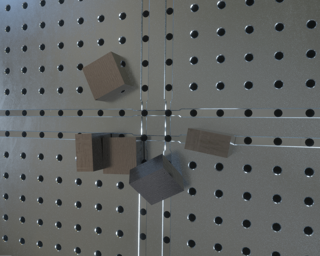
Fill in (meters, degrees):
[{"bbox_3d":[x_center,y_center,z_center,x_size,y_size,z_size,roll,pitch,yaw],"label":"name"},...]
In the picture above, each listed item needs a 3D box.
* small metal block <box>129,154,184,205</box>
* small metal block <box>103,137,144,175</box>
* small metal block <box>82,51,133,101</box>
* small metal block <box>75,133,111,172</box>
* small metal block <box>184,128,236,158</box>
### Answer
[{"bbox_3d":[-0.004,0.067,0.399,0.050,0.025,0.050,-28,123,17],"label":"small metal block"},{"bbox_3d":[-0.051,0.038,0.429,0.050,0.025,0.050,-1,89,19],"label":"small metal block"},{"bbox_3d":[-0.074,-0.072,0.438,0.050,0.025,0.050,-26,82,18],"label":"small metal block"},{"bbox_3d":[-0.091,0.032,0.430,0.025,0.050,0.050,-3,89,20],"label":"small metal block"},{"bbox_3d":[0.062,0.017,0.377,0.050,0.050,0.025,11,94,19],"label":"small metal block"}]
